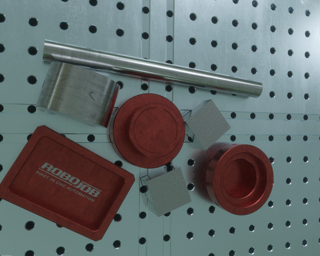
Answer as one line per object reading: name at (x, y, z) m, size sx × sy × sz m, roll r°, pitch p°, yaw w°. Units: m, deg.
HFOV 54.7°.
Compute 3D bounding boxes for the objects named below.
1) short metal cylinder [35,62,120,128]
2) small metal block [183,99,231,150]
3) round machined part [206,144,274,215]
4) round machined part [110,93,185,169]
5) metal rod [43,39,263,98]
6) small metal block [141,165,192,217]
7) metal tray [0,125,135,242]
short metal cylinder at (-0.091, -0.035, 0.349) m, size 0.081 × 0.080 × 0.050 m, roll 19°, pitch 84°, yaw -19°
small metal block at (0.063, -0.005, 0.436) m, size 0.050 × 0.025 × 0.050 m, roll -40°, pitch 103°, yaw -16°
round machined part at (0.109, 0.071, 0.444) m, size 0.099 × 0.042 × 0.097 m, roll 0°, pitch 90°, yaw -20°
round machined part at (-0.012, 0.004, 0.398) m, size 0.099 × 0.042 × 0.097 m, roll 1°, pitch 87°, yaw -20°
metal rod at (0.005, -0.075, 0.414) m, size 0.302 × 0.025 × 0.025 m, roll 7°, pitch 88°, yaw -20°
small metal block at (0.008, 0.083, 0.416) m, size 0.050 × 0.025 × 0.050 m, roll -20°, pitch 97°, yaw -19°
metal tray at (-0.108, 0.066, 0.370) m, size 0.130 × 0.030 × 0.090 m, roll 32°, pitch 80°, yaw -17°
